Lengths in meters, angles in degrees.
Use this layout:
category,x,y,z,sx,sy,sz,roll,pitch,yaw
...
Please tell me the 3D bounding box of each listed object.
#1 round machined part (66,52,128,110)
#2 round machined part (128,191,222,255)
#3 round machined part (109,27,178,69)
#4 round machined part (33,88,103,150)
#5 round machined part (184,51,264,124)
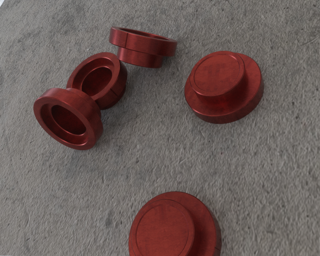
category,x,y,z,sx,sy,sz,roll,pitch,yaw
round machined part,-0.093,-0.067,0.483,0.098,0.042,0.098,-13,56,21
round machined part,0.010,0.112,0.319,0.098,0.042,0.098,-13,56,21
round machined part,-0.027,-0.117,0.455,0.098,0.099,0.042,29,115,37
round machined part,-0.123,-0.017,0.437,0.098,0.098,0.042,2,43,29
round machined part,0.076,-0.057,0.388,0.098,0.042,0.098,-13,56,21
